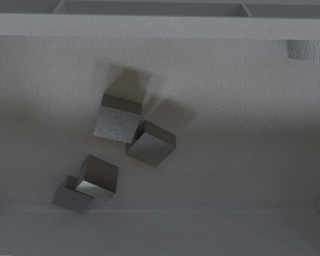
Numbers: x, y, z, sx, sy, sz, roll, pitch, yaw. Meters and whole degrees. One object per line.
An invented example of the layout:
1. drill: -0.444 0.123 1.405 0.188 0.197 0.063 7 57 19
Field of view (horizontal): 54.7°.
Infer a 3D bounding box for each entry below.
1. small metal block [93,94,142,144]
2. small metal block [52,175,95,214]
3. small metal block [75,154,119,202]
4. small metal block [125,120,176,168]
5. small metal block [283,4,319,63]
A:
1. small metal block: -0.055 -0.011 0.399 0.050 0.025 0.050 14 129 -12
2. small metal block: -0.138 0.108 0.499 0.050 0.025 0.050 28 125 -22
3. small metal block: -0.091 0.073 0.454 0.050 0.050 0.025 28 124 -22
4. small metal block: -0.013 0.023 0.429 0.050 0.025 0.050 28 125 -22
5. small metal block: 0.157 -0.095 0.312 0.025 0.050 0.050 -43 131 -21
